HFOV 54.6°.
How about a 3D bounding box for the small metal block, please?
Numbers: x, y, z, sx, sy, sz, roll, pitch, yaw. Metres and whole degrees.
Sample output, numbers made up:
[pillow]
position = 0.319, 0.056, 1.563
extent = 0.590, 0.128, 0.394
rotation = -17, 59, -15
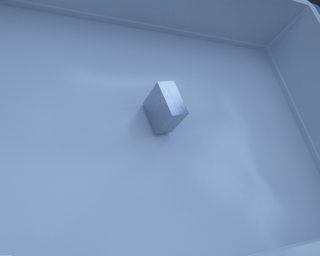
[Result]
[small metal block]
position = 0.006, -0.026, 0.404
extent = 0.025, 0.050, 0.050
rotation = -9, 66, -32
